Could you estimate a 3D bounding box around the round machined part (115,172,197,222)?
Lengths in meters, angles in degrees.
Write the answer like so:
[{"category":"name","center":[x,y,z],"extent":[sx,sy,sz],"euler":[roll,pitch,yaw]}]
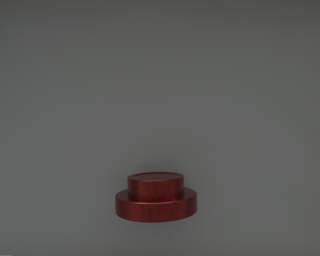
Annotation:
[{"category":"round machined part","center":[-0.005,0.078,0.375],"extent":[0.099,0.098,0.042],"euler":[-2,90,0]}]
